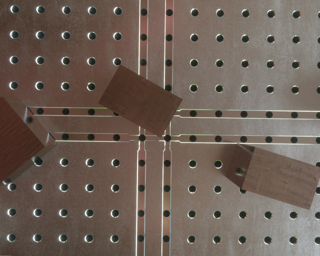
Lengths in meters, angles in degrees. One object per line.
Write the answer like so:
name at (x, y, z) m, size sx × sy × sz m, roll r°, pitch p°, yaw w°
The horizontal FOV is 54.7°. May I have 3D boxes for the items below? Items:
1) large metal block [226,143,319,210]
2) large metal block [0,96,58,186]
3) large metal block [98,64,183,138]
large metal block at (0.137, 0.057, 0.388) m, size 0.080 × 0.080 × 0.050 m, roll 18°, pitch 90°, yaw -1°
large metal block at (-0.196, 0.017, 0.398) m, size 0.080 × 0.050 × 0.080 m, roll -40°, pitch 91°, yaw 0°
large metal block at (-0.022, -0.030, 0.386) m, size 0.080 × 0.080 × 0.050 m, roll 29°, pitch 90°, yaw -1°
